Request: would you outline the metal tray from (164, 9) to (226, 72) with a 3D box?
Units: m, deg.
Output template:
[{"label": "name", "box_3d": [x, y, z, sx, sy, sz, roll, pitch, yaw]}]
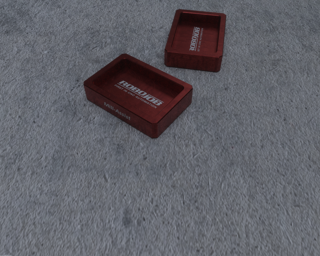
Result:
[{"label": "metal tray", "box_3d": [0.063, -0.153, 0.528, 0.090, 0.030, 0.130, 8, 50, 7]}]

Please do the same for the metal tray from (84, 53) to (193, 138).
[{"label": "metal tray", "box_3d": [-0.031, -0.051, 0.441, 0.130, 0.030, 0.090, 30, 56, 23]}]
